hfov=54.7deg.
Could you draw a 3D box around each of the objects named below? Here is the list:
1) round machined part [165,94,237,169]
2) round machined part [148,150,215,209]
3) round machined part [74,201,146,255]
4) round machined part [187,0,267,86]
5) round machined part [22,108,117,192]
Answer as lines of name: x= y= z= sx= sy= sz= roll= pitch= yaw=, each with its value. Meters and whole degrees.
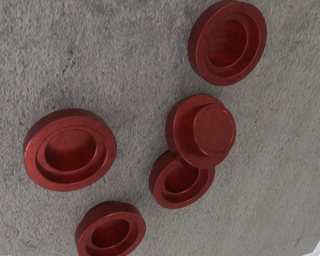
round machined part: x=0.060 y=0.004 z=0.401 sx=0.099 sy=0.042 sz=0.097 roll=3 pitch=85 yaw=-30
round machined part: x=0.028 y=0.067 z=0.452 sx=0.099 sy=0.042 sz=0.097 roll=-14 pitch=124 yaw=-21
round machined part: x=-0.073 y=0.144 z=0.445 sx=0.099 sy=0.042 sz=0.097 roll=-14 pitch=124 yaw=-21
round machined part: x=0.076 y=-0.103 z=0.373 sx=0.099 sy=0.042 sz=0.097 roll=-14 pitch=124 yaw=-21
round machined part: x=-0.103 y=0.021 z=0.352 sx=0.099 sy=0.042 sz=0.097 roll=-14 pitch=124 yaw=-21
